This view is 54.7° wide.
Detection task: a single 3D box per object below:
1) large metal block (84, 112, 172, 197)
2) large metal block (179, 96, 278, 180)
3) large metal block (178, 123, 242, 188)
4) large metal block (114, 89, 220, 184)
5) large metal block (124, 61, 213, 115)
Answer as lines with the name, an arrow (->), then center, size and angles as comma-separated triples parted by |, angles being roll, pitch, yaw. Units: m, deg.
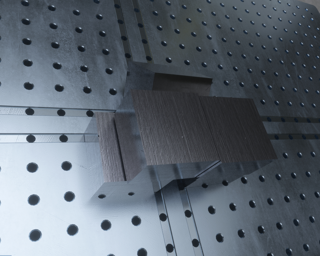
large metal block -> -0.037, 0.030, 0.356 | 0.081, 0.050, 0.080 | 1, 61, -28
large metal block -> 0.077, 0.011, 0.362 | 0.081, 0.050, 0.080 | 0, 62, -29
large metal block -> 0.067, 0.029, 0.411 | 0.081, 0.050, 0.080 | -1, 62, -29
large metal block -> 0.005, 0.009, 0.323 | 0.081, 0.050, 0.080 | 0, 62, -29
large metal block -> 0.008, -0.052, 0.403 | 0.081, 0.050, 0.080 | 0, 20, -29
